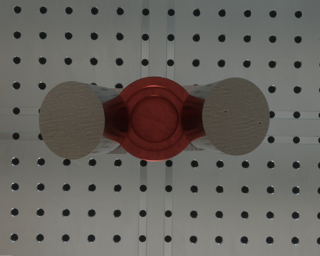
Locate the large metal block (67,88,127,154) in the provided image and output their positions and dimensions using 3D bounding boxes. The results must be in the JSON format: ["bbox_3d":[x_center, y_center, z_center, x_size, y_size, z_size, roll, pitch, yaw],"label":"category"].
[{"bbox_3d":[-0.081,-0.009,0.400,0.081,0.050,0.080,1,90,0],"label":"large metal block"}]

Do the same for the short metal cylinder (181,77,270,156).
[{"bbox_3d":[0.070,-0.012,0.338,0.081,0.050,0.080,0,90,-20],"label":"short metal cylinder"}]

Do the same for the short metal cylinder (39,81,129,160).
[{"bbox_3d":[-0.082,-0.008,0.337,0.080,0.050,0.079,0,91,21],"label":"short metal cylinder"}]

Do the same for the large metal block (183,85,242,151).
[{"bbox_3d":[0.069,-0.013,0.401,0.081,0.050,0.080,-1,90,0],"label":"large metal block"}]

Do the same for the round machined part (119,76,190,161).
[{"bbox_3d":[-0.006,-0.011,0.375,0.099,0.042,0.097,0,90,0],"label":"round machined part"}]
